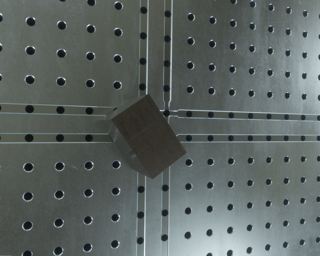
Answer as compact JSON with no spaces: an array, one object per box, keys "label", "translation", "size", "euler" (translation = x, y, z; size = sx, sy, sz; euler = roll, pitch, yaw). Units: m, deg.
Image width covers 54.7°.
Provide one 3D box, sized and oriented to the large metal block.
[{"label":"large metal block","translation":[-0.024,0.009,0.375],"size":[0.050,0.080,0.080],"euler":[-36,102,-16]}]
